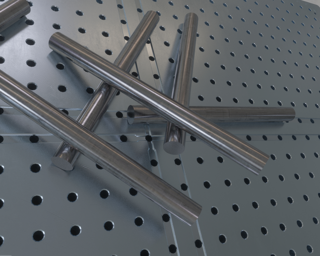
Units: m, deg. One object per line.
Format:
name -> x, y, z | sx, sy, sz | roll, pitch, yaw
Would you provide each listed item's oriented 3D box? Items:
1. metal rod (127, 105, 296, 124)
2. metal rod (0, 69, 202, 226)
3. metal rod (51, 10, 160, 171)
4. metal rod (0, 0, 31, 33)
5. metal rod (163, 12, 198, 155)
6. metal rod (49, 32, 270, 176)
metal rod -> 0.095, -0.021, 0.470 | 0.302, 0.025, 0.025 | -2, 63, -29
metal rod -> -0.087, 0.008, 0.322 | 0.301, 0.025, 0.025 | 34, 51, -2
metal rod -> -0.058, -0.072, 0.420 | 0.025, 0.025, 0.300 | 30, 52, -9
metal rod -> -0.241, -0.061, 0.315 | 0.025, 0.025, 0.301 | 35, 51, -5
metal rod -> 0.036, -0.086, 0.457 | 0.025, 0.025, 0.300 | 23, 46, -14
metal rod -> -0.013, -0.037, 0.368 | 0.300, 0.025, 0.025 | 32, 49, 15
